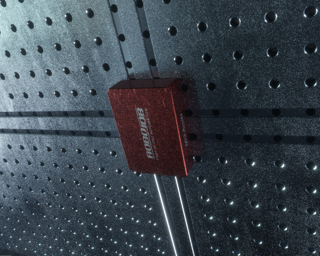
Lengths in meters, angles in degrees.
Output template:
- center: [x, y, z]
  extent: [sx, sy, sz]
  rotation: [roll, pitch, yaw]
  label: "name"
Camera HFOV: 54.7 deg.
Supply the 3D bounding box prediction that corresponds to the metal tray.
- center: [-0.010, 0.001, 0.412]
  extent: [0.090, 0.030, 0.129]
  rotation: [2, 120, 27]
  label: "metal tray"
